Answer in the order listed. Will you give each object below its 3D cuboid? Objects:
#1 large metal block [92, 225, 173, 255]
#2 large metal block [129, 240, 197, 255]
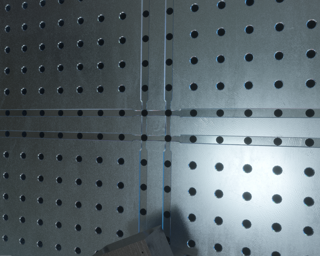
[{"bbox_3d":[-0.026,0.169,0.355,0.080,0.050,0.080,-26,82,17],"label":"large metal block"},{"bbox_3d":[-0.004,0.197,0.400,0.080,0.050,0.079,13,94,19],"label":"large metal block"}]
